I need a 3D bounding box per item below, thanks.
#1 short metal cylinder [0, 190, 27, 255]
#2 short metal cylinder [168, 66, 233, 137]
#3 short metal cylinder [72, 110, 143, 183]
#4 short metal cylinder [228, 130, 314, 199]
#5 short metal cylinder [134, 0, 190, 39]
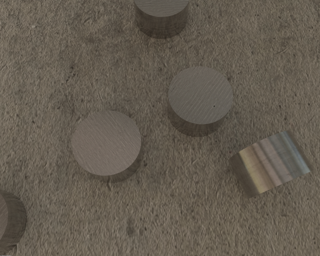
[{"bbox_3d":[-0.203,0.108,0.354,0.081,0.050,0.080,0,70,0],"label":"short metal cylinder"},{"bbox_3d":[0.050,-0.034,0.407,0.081,0.050,0.080,0,70,0],"label":"short metal cylinder"},{"bbox_3d":[-0.062,0.025,0.385,0.081,0.050,0.080,0,70,0],"label":"short metal cylinder"},{"bbox_3d":[0.129,0.044,0.364,0.080,0.080,0.050,-21,72,-8],"label":"short metal cylinder"},{"bbox_3d":[0.002,-0.181,0.461,0.081,0.050,0.080,0,70,0],"label":"short metal cylinder"}]
